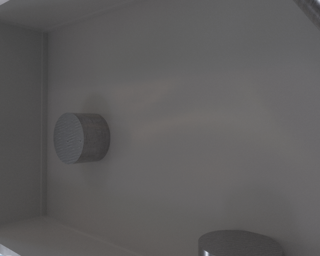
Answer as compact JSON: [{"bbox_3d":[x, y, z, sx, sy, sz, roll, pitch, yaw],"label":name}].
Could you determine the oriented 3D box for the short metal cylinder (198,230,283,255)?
[{"bbox_3d":[0.078,0.139,0.307,0.080,0.081,0.050,1,91,40],"label":"short metal cylinder"}]

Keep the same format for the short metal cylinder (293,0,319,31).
[{"bbox_3d":[0.151,-0.119,0.246,0.080,0.081,0.050,-42,65,32],"label":"short metal cylinder"}]

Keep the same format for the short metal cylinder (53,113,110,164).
[{"bbox_3d":[-0.125,0.016,0.494,0.080,0.050,0.080,0,90,40],"label":"short metal cylinder"}]
